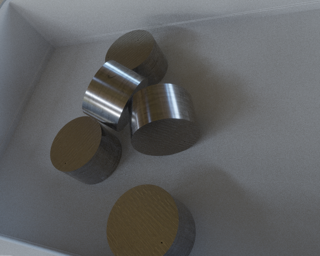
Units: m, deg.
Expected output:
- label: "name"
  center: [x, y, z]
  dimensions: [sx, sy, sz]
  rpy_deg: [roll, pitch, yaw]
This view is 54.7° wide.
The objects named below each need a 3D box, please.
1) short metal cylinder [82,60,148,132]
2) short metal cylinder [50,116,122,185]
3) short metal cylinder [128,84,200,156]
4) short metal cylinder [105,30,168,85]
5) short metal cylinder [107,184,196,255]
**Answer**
- label: "short metal cylinder"
  center: [-0.057, -0.042, 0.406]
  dimensions: [0.050, 0.080, 0.080]
  rpy_deg: [29, 75, 5]
- label: "short metal cylinder"
  center: [-0.100, 0.031, 0.421]
  dimensions: [0.080, 0.050, 0.080]
  rpy_deg: [-13, 57, 21]
- label: "short metal cylinder"
  center: [0.004, -0.008, 0.372]
  dimensions: [0.080, 0.080, 0.050]
  rpy_deg: [-20, 54, 16]
- label: "short metal cylinder"
  center: [-0.035, -0.101, 0.468]
  dimensions: [0.080, 0.050, 0.080]
  rpy_deg: [-13, 56, 20]
- label: "short metal cylinder"
  center: [-0.008, 0.106, 0.328]
  dimensions: [0.080, 0.050, 0.080]
  rpy_deg: [-13, 56, 20]
